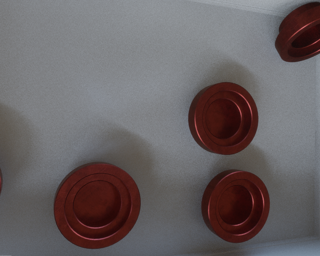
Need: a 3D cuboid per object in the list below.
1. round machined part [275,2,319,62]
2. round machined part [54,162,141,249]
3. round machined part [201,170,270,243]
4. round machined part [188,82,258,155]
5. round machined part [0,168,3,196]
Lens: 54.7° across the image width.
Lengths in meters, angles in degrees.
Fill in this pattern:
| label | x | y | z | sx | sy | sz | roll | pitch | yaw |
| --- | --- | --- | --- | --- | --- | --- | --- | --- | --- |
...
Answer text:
| label | x | y | z | sx | sy | sz | roll | pitch | yaw |
| --- | --- | --- | --- | --- | --- | --- | --- | --- | --- |
| round machined part | 0.218 | -0.145 | 0.459 | 0.099 | 0.097 | 0.042 | -8 | 64 | -20 |
| round machined part | -0.076 | 0.089 | 0.373 | 0.099 | 0.042 | 0.097 | 0 | 90 | -20 |
| round machined part | 0.102 | 0.107 | 0.439 | 0.099 | 0.042 | 0.097 | 0 | 90 | -20 |
| round machined part | 0.084 | -0.013 | 0.432 | 0.099 | 0.042 | 0.097 | 0 | 90 | -20 |
| round machined part | -0.217 | 0.058 | 0.320 | 0.099 | 0.042 | 0.097 | 0 | 91 | -23 |
